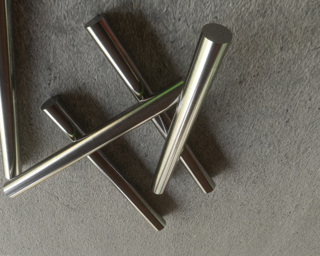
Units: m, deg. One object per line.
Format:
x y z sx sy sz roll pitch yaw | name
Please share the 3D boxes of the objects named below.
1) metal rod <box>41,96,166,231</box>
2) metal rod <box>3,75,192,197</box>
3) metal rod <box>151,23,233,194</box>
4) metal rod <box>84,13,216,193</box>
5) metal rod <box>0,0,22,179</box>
-0.068 0.071 0.466 0.025 0.025 0.299 -21 127 17 | metal rod
-0.091 0.021 0.389 0.300 0.025 0.025 -29 125 22 | metal rod
0.021 0.009 0.366 0.025 0.025 0.298 7 145 -6 | metal rod
0.004 -0.009 0.399 0.025 0.025 0.300 -22 127 18 | metal rod
-0.182 -0.043 0.368 0.025 0.025 0.298 11 129 -9 | metal rod
